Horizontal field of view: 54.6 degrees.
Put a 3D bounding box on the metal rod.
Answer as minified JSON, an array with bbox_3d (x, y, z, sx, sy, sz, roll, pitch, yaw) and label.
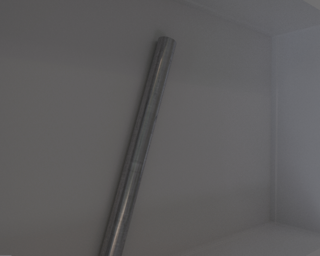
[{"bbox_3d":[-0.026,0.027,0.383,0.025,0.025,0.299,23,75,-38],"label":"metal rod"}]
